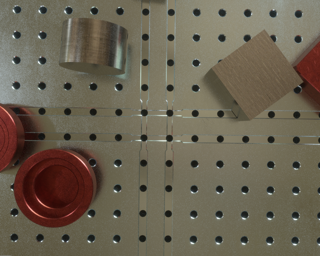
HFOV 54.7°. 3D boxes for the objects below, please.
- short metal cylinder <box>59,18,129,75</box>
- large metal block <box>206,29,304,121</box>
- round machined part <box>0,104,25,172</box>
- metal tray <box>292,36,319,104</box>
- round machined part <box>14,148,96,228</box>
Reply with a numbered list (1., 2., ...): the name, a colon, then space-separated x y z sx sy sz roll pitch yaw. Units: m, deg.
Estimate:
1. short metal cylinder: -0.081 -0.098 0.385 0.080 0.080 0.050 5 90 0
2. large metal block: 0.119 -0.065 0.402 0.080 0.050 0.080 -36 90 0
3. round machined part: -0.225 0.013 0.403 0.099 0.042 0.097 0 90 0
4. metal tray: 0.250 -0.093 0.412 0.090 0.030 0.130 44 90 0
5. round machined part: -0.132 0.075 0.404 0.099 0.042 0.097 0 90 0
